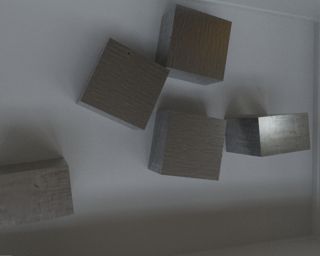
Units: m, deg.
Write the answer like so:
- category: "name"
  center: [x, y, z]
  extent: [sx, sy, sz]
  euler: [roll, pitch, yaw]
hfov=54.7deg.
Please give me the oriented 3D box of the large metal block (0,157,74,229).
- category: "large metal block"
  center: [-0.139, 0.065, 0.330]
  extent: [0.081, 0.080, 0.050]
  euler: [-7, 93, -20]

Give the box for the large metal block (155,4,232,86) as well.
- category: "large metal block"
  center: [0.043, -0.107, 0.414]
  extent: [0.081, 0.050, 0.080]
  euler: [10, 87, -20]

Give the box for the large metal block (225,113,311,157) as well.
- category: "large metal block"
  center: [0.148, 0.007, 0.438]
  extent: [0.081, 0.080, 0.050]
  euler: [-6, 92, -20]

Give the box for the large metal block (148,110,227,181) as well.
- category: "large metal block"
  center: [0.036, 0.023, 0.412]
  extent: [0.081, 0.050, 0.080]
  euler: [9, 87, -20]

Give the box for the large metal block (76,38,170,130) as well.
- category: "large metal block"
  center: [-0.046, -0.050, 0.381]
  extent: [0.080, 0.050, 0.080]
  euler: [25, 82, -19]
